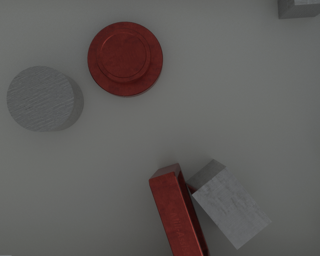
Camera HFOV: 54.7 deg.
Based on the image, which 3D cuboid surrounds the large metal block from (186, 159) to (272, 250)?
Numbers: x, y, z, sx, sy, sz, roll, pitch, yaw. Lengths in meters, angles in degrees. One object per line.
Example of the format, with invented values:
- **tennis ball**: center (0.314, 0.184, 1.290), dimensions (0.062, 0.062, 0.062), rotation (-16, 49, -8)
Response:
- **large metal block**: center (0.080, 0.089, 0.385), dimensions (0.050, 0.080, 0.080), rotation (-39, 91, 0)

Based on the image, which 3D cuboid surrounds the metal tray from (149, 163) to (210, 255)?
- **metal tray**: center (0.027, 0.113, 0.375), dimensions (0.030, 0.090, 0.129), rotation (-19, 88, 6)

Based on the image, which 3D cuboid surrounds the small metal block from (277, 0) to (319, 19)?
- **small metal block**: center (0.188, -0.164, 0.401), dimensions (0.050, 0.050, 0.025), rotation (-4, 90, -1)

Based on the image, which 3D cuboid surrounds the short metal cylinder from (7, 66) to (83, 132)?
- **short metal cylinder**: center (-0.144, -0.035, 0.397), dimensions (0.081, 0.050, 0.079), rotation (0, 90, -1)

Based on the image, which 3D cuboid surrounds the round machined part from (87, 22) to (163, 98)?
- **round machined part**: center (-0.045, -0.090, 0.402), dimensions (0.099, 0.042, 0.097), rotation (0, 90, -1)
